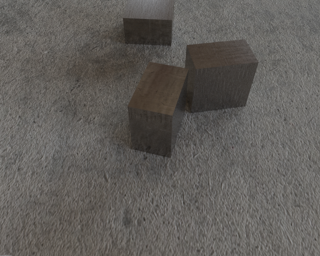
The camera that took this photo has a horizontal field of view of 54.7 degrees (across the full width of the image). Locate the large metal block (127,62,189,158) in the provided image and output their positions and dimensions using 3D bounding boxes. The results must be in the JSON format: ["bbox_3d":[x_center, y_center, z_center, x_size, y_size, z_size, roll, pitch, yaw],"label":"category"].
[{"bbox_3d":[0.000,-0.022,0.386,0.050,0.080,0.080,12,51,10],"label":"large metal block"}]

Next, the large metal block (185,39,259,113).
[{"bbox_3d":[0.079,-0.070,0.427,0.081,0.080,0.050,-8,51,-6],"label":"large metal block"}]

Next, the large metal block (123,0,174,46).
[{"bbox_3d":[-0.017,-0.192,0.548,0.080,0.050,0.080,3,50,3],"label":"large metal block"}]
